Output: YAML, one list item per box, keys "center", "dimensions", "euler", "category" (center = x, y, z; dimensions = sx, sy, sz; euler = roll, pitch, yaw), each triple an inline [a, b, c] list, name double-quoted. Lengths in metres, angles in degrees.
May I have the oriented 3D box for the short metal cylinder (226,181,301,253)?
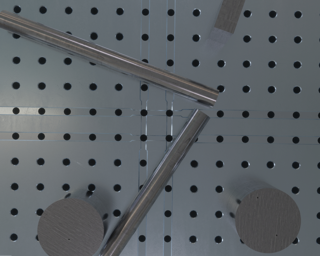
- center: [0.132, 0.113, 0.402]
  dimensions: [0.081, 0.050, 0.079]
  euler: [0, 90, 0]
  category: "short metal cylinder"

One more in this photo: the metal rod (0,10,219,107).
- center: [-0.067, -0.092, 0.412]
  dimensions: [0.301, 0.025, 0.025]
  euler: [20, 90, 0]
  category: "metal rod"

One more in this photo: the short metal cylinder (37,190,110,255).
- center: [-0.108, 0.125, 0.400]
  dimensions: [0.081, 0.050, 0.079]
  euler: [0, 90, 0]
  category: "short metal cylinder"

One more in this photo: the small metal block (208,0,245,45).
- center: [0.086, -0.142, 0.402]
  dimensions: [0.025, 0.050, 0.050]
  euler: [19, 90, 0]
  category: "small metal block"

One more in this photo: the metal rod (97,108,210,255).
- center: [-0.026, 0.105, 0.413]
  dimensions: [0.025, 0.025, 0.299]
  euler: [34, 90, 0]
  category: "metal rod"
